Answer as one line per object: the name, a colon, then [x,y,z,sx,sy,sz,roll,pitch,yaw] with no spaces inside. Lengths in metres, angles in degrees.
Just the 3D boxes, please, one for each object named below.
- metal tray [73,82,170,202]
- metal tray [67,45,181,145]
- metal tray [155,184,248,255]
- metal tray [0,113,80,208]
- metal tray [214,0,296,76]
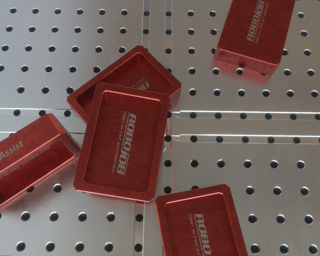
metal tray: [-0.043,0.017,0.371,0.091,0.030,0.129,10,75,-3]
metal tray: [-0.047,-0.043,0.424,0.130,0.030,0.090,-40,75,-14]
metal tray: [0.050,0.138,0.359,0.091,0.030,0.129,-10,70,-4]
metal tray: [-0.163,0.044,0.359,0.131,0.090,0.030,-34,74,-12]
metal tray: [0.143,-0.151,0.466,0.090,0.030,0.130,18,71,6]
